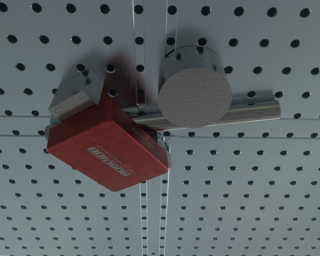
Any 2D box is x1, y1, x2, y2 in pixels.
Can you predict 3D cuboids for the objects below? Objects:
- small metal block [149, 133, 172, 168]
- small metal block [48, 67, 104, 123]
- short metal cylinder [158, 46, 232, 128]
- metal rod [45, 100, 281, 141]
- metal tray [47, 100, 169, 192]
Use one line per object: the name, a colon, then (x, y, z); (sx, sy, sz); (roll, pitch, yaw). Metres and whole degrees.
small metal block: (-0.017, 0.038, 0.442); (0.050, 0.025, 0.050); (-18, 128, 14)
small metal block: (-0.096, -0.038, 0.361); (0.050, 0.050, 0.025); (-25, 126, 19)
short metal cylinder: (0.038, -0.046, 0.356); (0.081, 0.050, 0.079); (0, 130, 0)
metal rod: (0.000, -0.007, 0.406); (0.302, 0.025, 0.025); (-6, 130, 4)
metal tray: (-0.059, 0.029, 0.382); (0.090, 0.030, 0.130); (-24, 138, 19)
